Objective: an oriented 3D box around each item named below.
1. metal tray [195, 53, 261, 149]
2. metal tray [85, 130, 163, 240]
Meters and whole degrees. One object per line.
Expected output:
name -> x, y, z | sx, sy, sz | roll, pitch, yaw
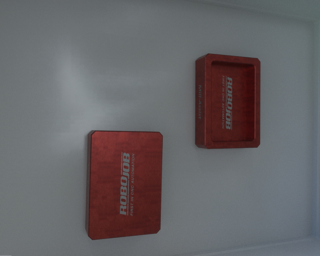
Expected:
metal tray -> 0.098, -0.036, 0.445 | 0.091, 0.030, 0.129 | 0, 90, -21
metal tray -> -0.045, 0.068, 0.392 | 0.091, 0.030, 0.129 | 2, 90, -21
